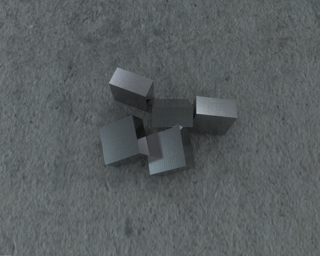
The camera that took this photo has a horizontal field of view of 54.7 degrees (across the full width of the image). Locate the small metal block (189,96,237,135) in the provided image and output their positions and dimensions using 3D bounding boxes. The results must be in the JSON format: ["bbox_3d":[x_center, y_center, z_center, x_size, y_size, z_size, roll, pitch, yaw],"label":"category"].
[{"bbox_3d":[0.065,-0.015,0.397,0.050,0.050,0.025,6,63,-6],"label":"small metal block"}]

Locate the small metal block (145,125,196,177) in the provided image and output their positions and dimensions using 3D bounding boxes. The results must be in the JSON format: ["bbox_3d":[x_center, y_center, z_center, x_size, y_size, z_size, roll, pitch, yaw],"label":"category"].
[{"bbox_3d":[0.012,0.030,0.385,0.050,0.025,0.050,-18,68,27],"label":"small metal block"}]

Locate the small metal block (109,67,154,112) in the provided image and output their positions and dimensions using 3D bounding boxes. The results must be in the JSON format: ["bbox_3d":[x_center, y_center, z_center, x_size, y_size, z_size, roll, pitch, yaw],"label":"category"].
[{"bbox_3d":[-0.036,-0.050,0.413,0.050,0.050,0.025,21,72,7],"label":"small metal block"}]

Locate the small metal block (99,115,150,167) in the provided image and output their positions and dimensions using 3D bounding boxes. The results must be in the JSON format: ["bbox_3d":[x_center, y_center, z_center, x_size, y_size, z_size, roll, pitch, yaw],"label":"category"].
[{"bbox_3d":[-0.045,0.017,0.391,0.050,0.025,0.050,-21,69,21],"label":"small metal block"}]

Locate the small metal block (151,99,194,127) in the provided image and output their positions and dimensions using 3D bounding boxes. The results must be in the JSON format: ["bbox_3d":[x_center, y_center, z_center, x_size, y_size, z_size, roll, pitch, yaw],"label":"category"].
[{"bbox_3d":[0.014,-0.020,0.398,0.050,0.050,0.025,0,107,-4],"label":"small metal block"}]
